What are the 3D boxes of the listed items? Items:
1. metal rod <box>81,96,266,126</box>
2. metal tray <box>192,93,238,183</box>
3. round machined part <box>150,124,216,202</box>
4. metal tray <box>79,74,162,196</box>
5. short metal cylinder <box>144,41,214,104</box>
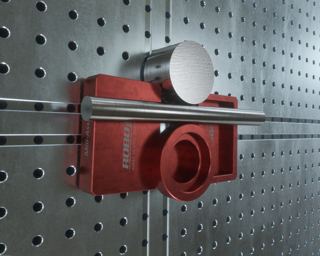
[{"bbox_3d":[0.043,-0.018,0.401,0.302,0.025,0.025,1,90,-40],"label":"metal rod"},{"bbox_3d":[0.077,0.015,0.466,0.091,0.030,0.129,1,89,-40],"label":"metal tray"},{"bbox_3d":[0.025,0.043,0.403,0.099,0.042,0.097,0,90,-40],"label":"round machined part"},{"bbox_3d":[-0.044,0.008,0.363,0.091,0.030,0.129,4,88,-40],"label":"metal tray"},{"bbox_3d":[0.026,-0.070,0.409,0.081,0.050,0.079,0,90,-40],"label":"short metal cylinder"}]
